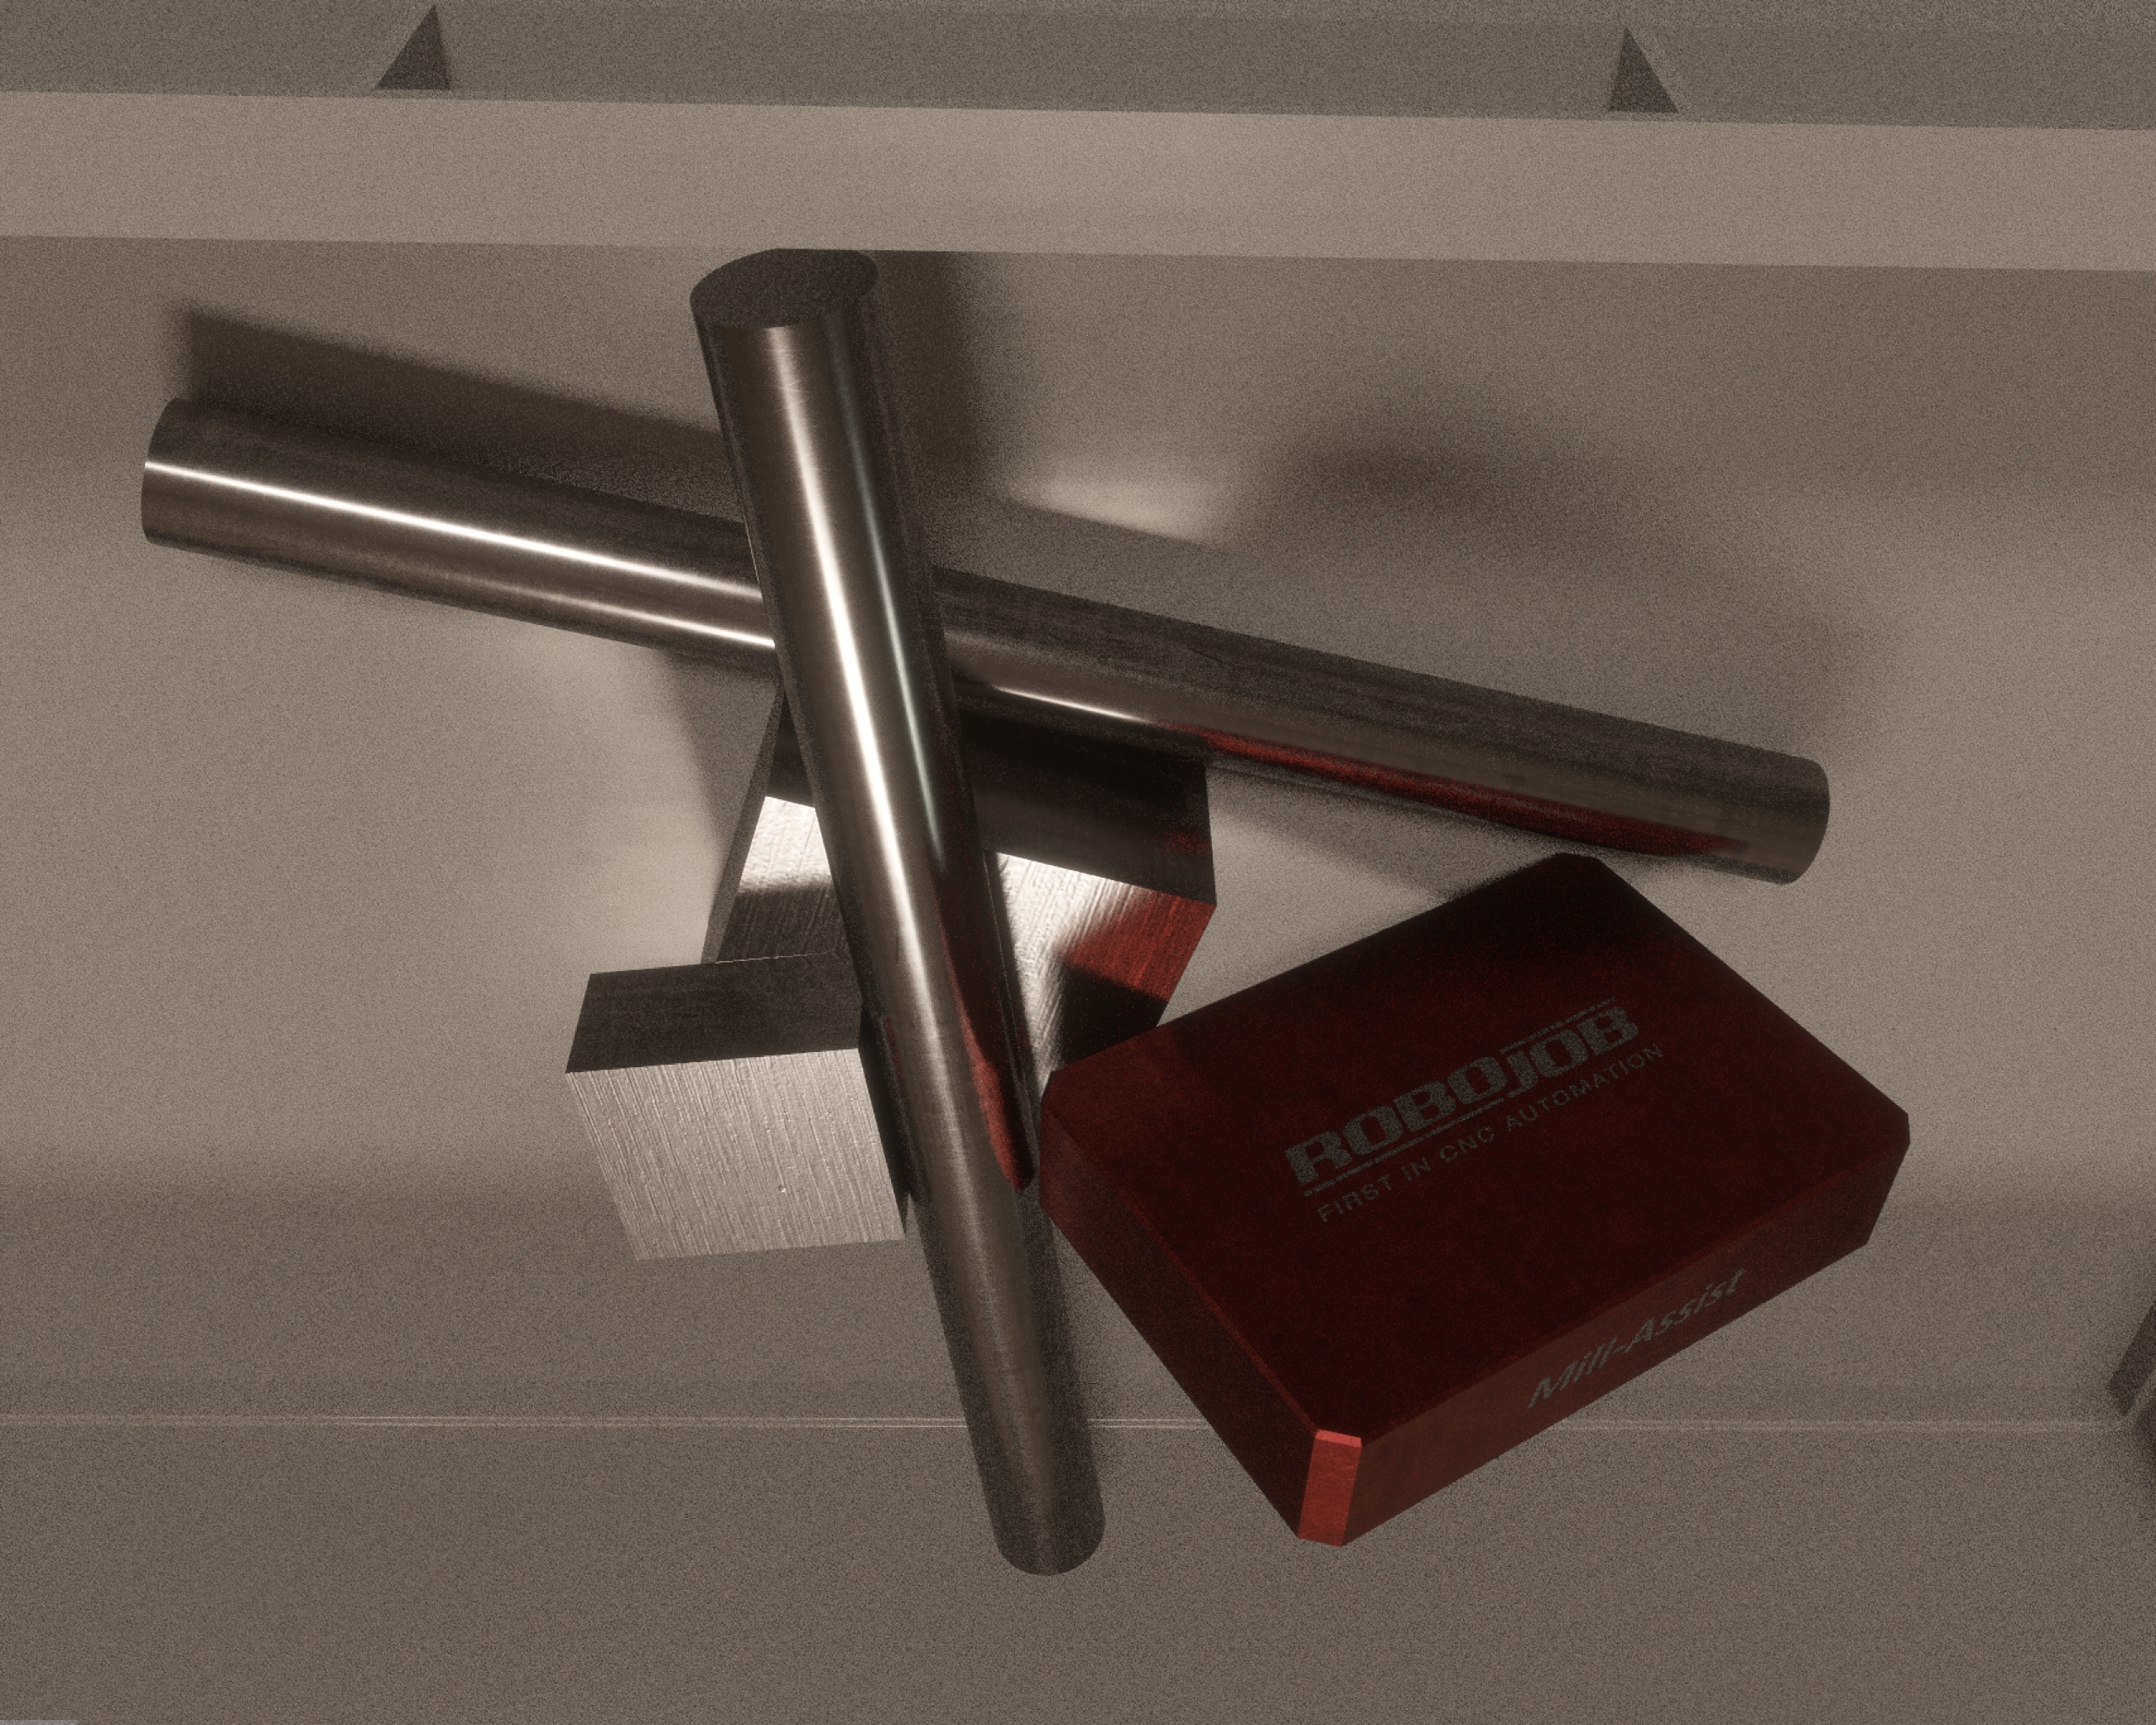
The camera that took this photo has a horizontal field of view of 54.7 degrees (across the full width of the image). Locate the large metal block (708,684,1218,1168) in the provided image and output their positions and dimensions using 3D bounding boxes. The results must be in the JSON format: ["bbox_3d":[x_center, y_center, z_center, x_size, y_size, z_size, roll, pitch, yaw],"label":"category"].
[{"bbox_3d":[-0.027,0.011,0.400,0.081,0.050,0.079,14,129,-12],"label":"large metal block"}]

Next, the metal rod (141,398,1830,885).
[{"bbox_3d":[-0.007,-0.037,0.377,0.302,0.025,0.025,11,129,-10],"label":"metal rod"}]

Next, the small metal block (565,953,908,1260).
[{"bbox_3d":[-0.060,0.045,0.379,0.050,0.025,0.050,-5,130,3],"label":"small metal block"}]

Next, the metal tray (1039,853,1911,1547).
[{"bbox_3d":[0.070,0.054,0.376,0.131,0.090,0.030,-21,136,-25],"label":"metal tray"}]

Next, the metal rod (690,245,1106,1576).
[{"bbox_3d":[-0.023,0.036,0.372,0.025,0.025,0.298,-5,130,4],"label":"metal rod"}]
